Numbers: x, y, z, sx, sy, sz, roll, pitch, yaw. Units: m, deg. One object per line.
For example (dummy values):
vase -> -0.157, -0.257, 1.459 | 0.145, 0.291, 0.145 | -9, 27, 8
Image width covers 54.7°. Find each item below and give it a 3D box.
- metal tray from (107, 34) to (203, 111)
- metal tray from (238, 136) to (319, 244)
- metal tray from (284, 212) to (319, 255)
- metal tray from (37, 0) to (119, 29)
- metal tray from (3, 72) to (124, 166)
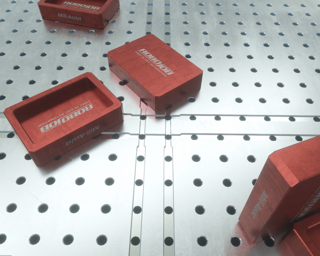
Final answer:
metal tray -> -0.009, -0.091, 0.481 | 0.091, 0.030, 0.130 | -31, 57, -24
metal tray -> 0.132, 0.058, 0.292 | 0.091, 0.129, 0.030 | -17, 52, -14
metal tray -> 0.207, 0.118, 0.307 | 0.131, 0.030, 0.090 | -17, 52, -15
metal tray -> -0.155, -0.240, 0.603 | 0.131, 0.030, 0.090 | 13, 51, 10
metal tray -> -0.126, -0.018, 0.417 | 0.131, 0.030, 0.090 | -31, 57, -24
